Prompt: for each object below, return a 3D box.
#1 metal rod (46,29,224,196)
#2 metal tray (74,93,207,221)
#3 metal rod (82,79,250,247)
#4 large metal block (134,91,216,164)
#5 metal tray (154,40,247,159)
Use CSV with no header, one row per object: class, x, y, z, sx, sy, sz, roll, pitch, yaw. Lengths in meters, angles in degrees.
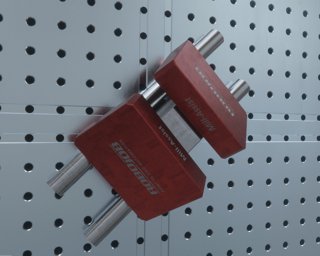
metal rod,-0.022,-0.029,0.406,0.301,0.025,0.025,-44,104,-15
metal tray,-0.021,0.037,0.348,0.090,0.030,0.130,-31,105,27
metal rod,0.018,0.037,0.421,0.301,0.025,0.025,-44,104,-15
large metal block,0.014,-0.002,0.389,0.080,0.080,0.050,-44,104,-15
metal tray,0.055,-0.037,0.376,0.130,0.030,0.090,49,31,-14
